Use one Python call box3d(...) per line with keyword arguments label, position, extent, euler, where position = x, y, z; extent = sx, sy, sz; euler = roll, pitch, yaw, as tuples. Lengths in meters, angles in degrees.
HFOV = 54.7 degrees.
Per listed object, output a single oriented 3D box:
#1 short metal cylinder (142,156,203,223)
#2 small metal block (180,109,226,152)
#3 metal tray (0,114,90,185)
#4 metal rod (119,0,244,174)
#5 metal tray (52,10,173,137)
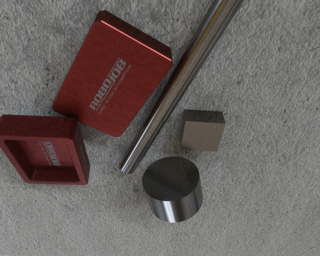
box3d(label="short metal cylinder", position=(0.019, 0.087, 0.446), extent=(0.080, 0.080, 0.050), euler=(-8, 130, 6))
box3d(label="small metal block", position=(0.055, 0.004, 0.411), extent=(0.050, 0.025, 0.050), euler=(3, 130, -4))
box3d(label="metal tray", position=(-0.147, 0.034, 0.409), extent=(0.091, 0.030, 0.129), euler=(2, 145, -2))
box3d(label="metal rod", position=(0.017, -0.045, 0.369), extent=(0.025, 0.025, 0.298), euler=(20, 127, -17))
box3d(label="metal tray", position=(-0.057, -0.055, 0.357), extent=(0.090, 0.030, 0.129), euler=(25, 126, -21))
